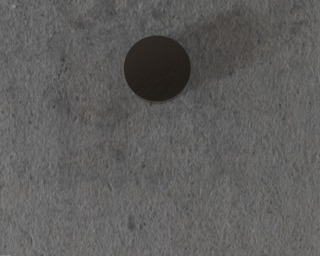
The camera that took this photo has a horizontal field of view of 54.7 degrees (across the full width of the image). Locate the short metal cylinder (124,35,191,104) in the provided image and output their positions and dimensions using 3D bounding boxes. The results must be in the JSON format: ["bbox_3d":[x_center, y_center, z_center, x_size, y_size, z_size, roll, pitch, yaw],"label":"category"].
[{"bbox_3d":[-0.003,-0.072,0.397,0.081,0.050,0.079,0,90,-1],"label":"short metal cylinder"}]
